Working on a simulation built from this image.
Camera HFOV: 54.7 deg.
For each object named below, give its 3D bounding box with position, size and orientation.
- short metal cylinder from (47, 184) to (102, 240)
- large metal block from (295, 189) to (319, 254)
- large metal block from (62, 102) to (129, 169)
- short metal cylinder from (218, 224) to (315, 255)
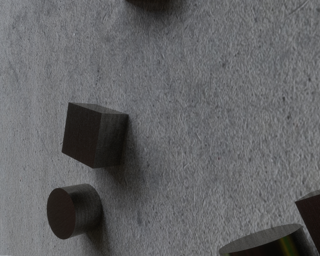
[{"bbox_3d":[-0.140,0.134,0.504,0.080,0.050,0.080,0,90,40],"label":"short metal cylinder"},{"bbox_3d":[0.171,0.081,0.247,0.080,0.050,0.080,-32,70,35],"label":"large metal block"},{"bbox_3d":[-0.100,0.009,0.471,0.080,0.050,0.079,18,101,38],"label":"large metal block"},{"bbox_3d":[0.101,0.126,0.286,0.080,0.081,0.050,-31,71,36],"label":"short metal cylinder"}]
